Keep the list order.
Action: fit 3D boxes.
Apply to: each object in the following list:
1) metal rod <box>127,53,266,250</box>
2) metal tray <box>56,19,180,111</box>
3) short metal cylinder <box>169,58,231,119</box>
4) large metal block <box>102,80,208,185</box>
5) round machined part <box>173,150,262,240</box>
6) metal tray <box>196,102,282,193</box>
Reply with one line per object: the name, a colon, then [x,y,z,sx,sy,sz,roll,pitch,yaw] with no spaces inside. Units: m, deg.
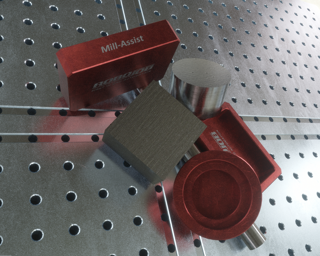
metal rod: [0.033,0.023,0.407,0.025,0.025,0.299,-28,77,-37]
metal tray: [-0.049,-0.071,0.361,0.131,0.090,0.030,-23,76,-21]
short metal cylinder: [0.053,-0.056,0.432,0.081,0.050,0.080,5,39,-4]
large metal block: [-0.008,0.006,0.356,0.080,0.050,0.080,41,69,-1]
round machined part: [0.064,0.077,0.362,0.099,0.042,0.098,0,78,1]
metal tray: [0.100,0.034,0.433,0.091,0.030,0.130,-28,77,-37]
